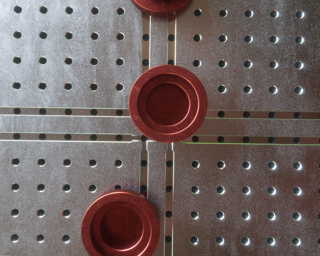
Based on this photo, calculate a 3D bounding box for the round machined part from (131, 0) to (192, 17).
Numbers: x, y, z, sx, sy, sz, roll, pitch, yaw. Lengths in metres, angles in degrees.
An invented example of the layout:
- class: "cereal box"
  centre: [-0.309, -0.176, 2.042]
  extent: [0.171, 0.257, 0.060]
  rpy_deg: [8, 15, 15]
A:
- class: "round machined part"
  centre: [0.002, -0.200, 0.405]
  extent: [0.099, 0.042, 0.097]
  rpy_deg: [0, 90, 0]

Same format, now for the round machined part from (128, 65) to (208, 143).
- class: "round machined part"
  centre: [0.010, -0.030, 0.405]
  extent: [0.099, 0.042, 0.097]
  rpy_deg: [0, 90, 0]

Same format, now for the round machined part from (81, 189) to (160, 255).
- class: "round machined part"
  centre: [-0.049, 0.128, 0.405]
  extent: [0.099, 0.042, 0.097]
  rpy_deg: [0, 90, 0]
